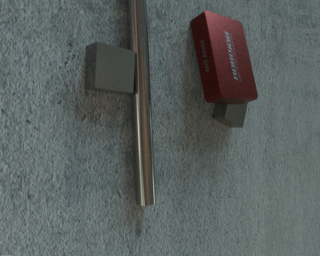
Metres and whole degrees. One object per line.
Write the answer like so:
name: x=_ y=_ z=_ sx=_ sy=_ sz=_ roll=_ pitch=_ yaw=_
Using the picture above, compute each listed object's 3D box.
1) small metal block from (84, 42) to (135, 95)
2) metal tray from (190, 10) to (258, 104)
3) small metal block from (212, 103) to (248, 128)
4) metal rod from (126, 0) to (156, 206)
small metal block: x=-0.058 y=-0.067 z=0.358 sx=0.050 sy=0.025 sz=0.050 roll=4 pitch=88 yaw=-40
metal tray: x=0.098 y=-0.103 z=0.467 sx=0.091 sy=0.030 sz=0.129 roll=-2 pitch=78 yaw=-40
small metal block: x=0.115 y=-0.032 z=0.504 sx=0.050 sy=0.025 sz=0.050 roll=23 pitch=75 yaw=-38
metal rod: x=-0.025 y=-0.054 z=0.385 sx=0.025 sy=0.025 sz=0.298 roll=-5 pitch=93 yaw=-40
